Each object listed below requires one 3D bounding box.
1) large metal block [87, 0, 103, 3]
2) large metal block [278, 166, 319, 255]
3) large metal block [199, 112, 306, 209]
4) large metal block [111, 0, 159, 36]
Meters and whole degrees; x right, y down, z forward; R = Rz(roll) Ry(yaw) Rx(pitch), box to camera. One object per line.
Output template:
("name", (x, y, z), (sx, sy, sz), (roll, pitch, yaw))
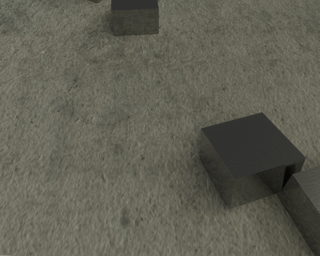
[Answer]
("large metal block", (-0.149, -0.311, 0.627), (0.080, 0.080, 0.050), (23, 54, 18))
("large metal block", (0.186, 0.083, 0.320), (0.081, 0.050, 0.080), (-14, 52, -12))
("large metal block", (0.099, 0.034, 0.352), (0.081, 0.050, 0.080), (-14, 43, -12))
("large metal block", (-0.046, -0.215, 0.567), (0.081, 0.050, 0.080), (-4, 50, -4))
